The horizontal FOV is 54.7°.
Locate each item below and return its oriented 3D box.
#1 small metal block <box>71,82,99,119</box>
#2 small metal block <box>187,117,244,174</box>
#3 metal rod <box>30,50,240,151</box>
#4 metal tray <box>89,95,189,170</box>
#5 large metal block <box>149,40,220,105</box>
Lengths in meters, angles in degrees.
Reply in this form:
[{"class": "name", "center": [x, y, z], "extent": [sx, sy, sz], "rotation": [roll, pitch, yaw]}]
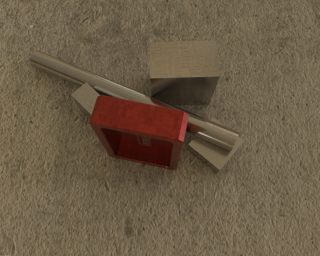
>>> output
[{"class": "small metal block", "center": [-0.083, -0.025, 0.403], "extent": [0.050, 0.050, 0.025], "rotation": [43, 75, 13]}, {"class": "small metal block", "center": [0.071, 0.023, 0.402], "extent": [0.050, 0.025, 0.050], "rotation": [40, 74, 13]}, {"class": "metal rod", "center": [-0.043, -0.041, 0.409], "extent": [0.301, 0.025, 0.025], "rotation": [23, 72, 13]}, {"class": "metal tray", "center": [-0.020, 0.011, 0.349], "extent": [0.090, 0.130, 0.030], "rotation": [12, 71, 4]}, {"class": "large metal block", "center": [0.028, -0.068, 0.404], "extent": [0.081, 0.080, 0.050], "rotation": [-2, 70, -1]}]
